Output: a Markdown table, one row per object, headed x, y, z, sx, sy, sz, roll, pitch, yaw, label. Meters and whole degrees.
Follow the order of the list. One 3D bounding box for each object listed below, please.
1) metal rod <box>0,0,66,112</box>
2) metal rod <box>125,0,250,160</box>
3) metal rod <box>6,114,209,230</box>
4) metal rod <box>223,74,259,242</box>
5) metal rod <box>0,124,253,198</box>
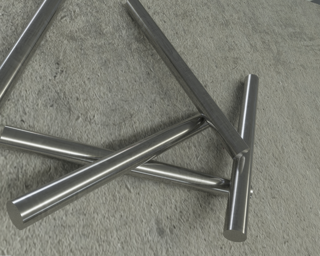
| x | y | z | sx | sy | sz | roll | pitch | yaw | label |
| --- | --- | --- | --- | --- | --- | --- | --- | --- | --- |
| -0.168 | -0.073 | 0.357 | 0.025 | 0.025 | 0.300 | 22 | 53 | -15 | metal rod |
| 0.028 | -0.084 | 0.444 | 0.025 | 0.025 | 0.299 | -15 | 62 | -34 | metal rod |
| -0.017 | 0.025 | 0.348 | 0.302 | 0.025 | 0.025 | -24 | 75 | -46 | metal rod |
| 0.120 | 0.016 | 0.436 | 0.025 | 0.025 | 0.301 | 31 | 45 | -9 | metal rod |
| -0.022 | 0.047 | 0.363 | 0.302 | 0.025 | 0.025 | 16 | 56 | -19 | metal rod |
